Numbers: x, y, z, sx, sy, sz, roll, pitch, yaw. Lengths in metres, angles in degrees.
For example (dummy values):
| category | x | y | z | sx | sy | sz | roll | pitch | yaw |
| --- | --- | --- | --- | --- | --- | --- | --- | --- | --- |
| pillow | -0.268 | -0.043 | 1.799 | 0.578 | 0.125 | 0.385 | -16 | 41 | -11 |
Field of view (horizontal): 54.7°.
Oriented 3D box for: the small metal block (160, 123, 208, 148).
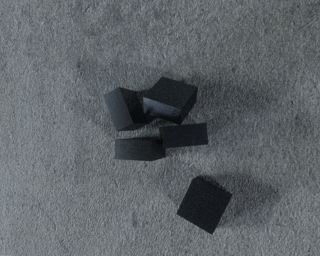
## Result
| category | x | y | z | sx | sy | sz | roll | pitch | yaw |
| --- | --- | --- | --- | --- | --- | --- | --- | --- | --- |
| small metal block | 0.027 | 0.009 | 0.377 | 0.050 | 0.050 | 0.025 | -5 | 90 | -6 |

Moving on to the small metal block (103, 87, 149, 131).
| category | x | y | z | sx | sy | sz | roll | pitch | yaw |
| --- | --- | --- | --- | --- | --- | --- | --- | --- | --- |
| small metal block | -0.044 | -0.024 | 0.411 | 0.025 | 0.050 | 0.050 | -24 | 82 | 18 |

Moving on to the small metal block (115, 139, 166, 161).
| category | x | y | z | sx | sy | sz | roll | pitch | yaw |
| --- | --- | --- | --- | --- | --- | --- | --- | --- | --- |
| small metal block | -0.025 | 0.027 | 0.404 | 0.050 | 0.050 | 0.025 | 1 | 91 | 20 |

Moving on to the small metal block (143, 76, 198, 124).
| category | x | y | z | sx | sy | sz | roll | pitch | yaw |
| --- | --- | --- | --- | --- | --- | --- | --- | --- | --- |
| small metal block | 0.014 | -0.035 | 0.388 | 0.050 | 0.050 | 0.025 | 20 | 136 | 19 |

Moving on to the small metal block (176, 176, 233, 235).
| category | x | y | z | sx | sy | sz | roll | pitch | yaw |
| --- | --- | --- | --- | --- | --- | --- | --- | --- | --- |
| small metal block | 0.056 | 0.096 | 0.389 | 0.050 | 0.025 | 0.050 | 27 | 99 | 18 |
